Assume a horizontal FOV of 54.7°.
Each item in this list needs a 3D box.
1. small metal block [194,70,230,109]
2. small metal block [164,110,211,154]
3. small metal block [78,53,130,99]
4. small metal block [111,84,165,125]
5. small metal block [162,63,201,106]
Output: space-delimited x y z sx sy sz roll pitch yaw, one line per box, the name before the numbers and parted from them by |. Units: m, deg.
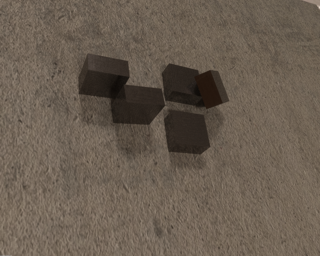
small metal block | 0.078 -0.058 0.461 0.050 0.025 0.050 -19 89 -66
small metal block | 0.036 0.006 0.421 0.050 0.025 0.050 7 59 -25
small metal block | -0.071 -0.063 0.389 0.050 0.050 0.025 6 59 -26
small metal block | -0.029 -0.028 0.391 0.050 0.050 0.025 3 61 -27
small metal block | 0.033 -0.065 0.463 0.050 0.025 0.050 8 58 -24
